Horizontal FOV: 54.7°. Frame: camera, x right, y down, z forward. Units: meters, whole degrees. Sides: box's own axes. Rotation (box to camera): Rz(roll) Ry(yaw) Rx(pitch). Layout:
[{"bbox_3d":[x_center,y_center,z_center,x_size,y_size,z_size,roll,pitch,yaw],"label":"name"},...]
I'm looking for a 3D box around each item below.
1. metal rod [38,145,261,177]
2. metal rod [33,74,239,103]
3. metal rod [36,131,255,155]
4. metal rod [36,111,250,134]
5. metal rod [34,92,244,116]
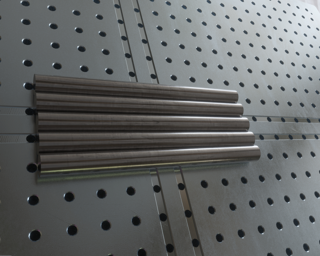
[{"bbox_3d":[0.009,0.038,0.391,0.303,0.025,0.025,0,62,-29],"label":"metal rod"},{"bbox_3d":[-0.014,-0.050,0.433,0.303,0.025,0.025,0,62,-28],"label":"metal rod"},{"bbox_3d":[0.003,0.017,0.401,0.303,0.025,0.025,0,62,-28],"label":"metal rod"},{"bbox_3d":[-0.002,-0.005,0.411,0.303,0.025,0.025,0,62,-28],"label":"metal rod"},{"bbox_3d":[-0.008,-0.028,0.422,0.303,0.025,0.025,0,62,-28],"label":"metal rod"}]
